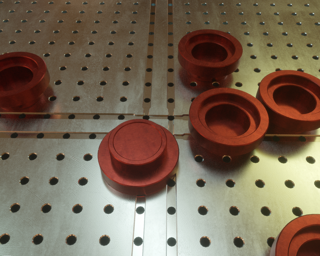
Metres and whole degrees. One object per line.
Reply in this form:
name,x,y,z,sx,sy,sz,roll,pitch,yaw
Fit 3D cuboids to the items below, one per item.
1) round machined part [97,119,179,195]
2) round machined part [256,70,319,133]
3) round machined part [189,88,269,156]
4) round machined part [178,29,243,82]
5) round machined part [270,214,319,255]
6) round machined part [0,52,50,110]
round machined part,-0.026,0.027,0.374,0.099,0.042,0.098,0,50,0
round machined part,0.181,-0.032,0.425,0.099,0.042,0.098,0,50,0
round machined part,0.085,-0.004,0.400,0.099,0.042,0.098,0,50,0
round machined part,0.077,-0.111,0.490,0.099,0.042,0.098,0,50,0
round machined part,0.151,0.134,0.285,0.099,0.042,0.098,0,50,0
round machined part,-0.210,-0.064,0.450,0.099,0.042,0.098,0,50,0
